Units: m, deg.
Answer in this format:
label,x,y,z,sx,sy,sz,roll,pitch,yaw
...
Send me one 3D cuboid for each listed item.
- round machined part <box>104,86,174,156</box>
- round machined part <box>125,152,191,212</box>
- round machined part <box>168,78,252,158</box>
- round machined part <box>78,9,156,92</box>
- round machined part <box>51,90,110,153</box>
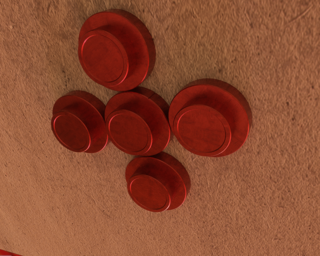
label,x,y,z,sx,sy,sz,roll,pitch,yaw
round machined part,-0.032,-0.003,0.411,0.098,0.042,0.097,13,124,20
round machined part,-0.008,0.083,0.451,0.098,0.042,0.097,13,124,20
round machined part,0.054,-0.005,0.365,0.098,0.042,0.097,13,124,20
round machined part,-0.058,-0.089,0.372,0.098,0.042,0.097,13,124,20
round machined part,-0.119,-0.003,0.456,0.098,0.042,0.097,13,124,20
